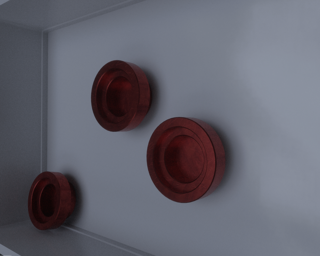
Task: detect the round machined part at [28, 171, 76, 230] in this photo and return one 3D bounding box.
[{"bbox_3d":[-0.185,0.126,0.542,0.098,0.042,0.098,-9,75,37],"label":"round machined part"}]

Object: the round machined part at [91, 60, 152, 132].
[{"bbox_3d":[-0.050,-0.044,0.437,0.098,0.042,0.097,0,90,40],"label":"round machined part"}]

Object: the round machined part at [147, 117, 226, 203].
[{"bbox_3d":[0.034,0.036,0.368,0.098,0.042,0.097,0,90,40],"label":"round machined part"}]
